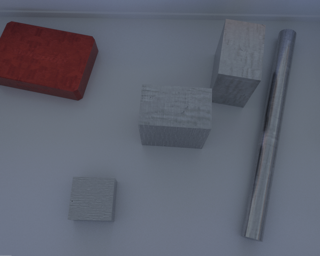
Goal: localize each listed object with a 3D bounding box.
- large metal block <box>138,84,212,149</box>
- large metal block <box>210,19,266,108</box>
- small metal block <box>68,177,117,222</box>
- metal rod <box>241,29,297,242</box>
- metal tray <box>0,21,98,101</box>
[{"bbox_3d":[0.018,-0.011,0.385,0.081,0.080,0.050,4,70,1],"label":"large metal block"},{"bbox_3d":[0.100,-0.083,0.412,0.050,0.080,0.080,10,70,3],"label":"large metal block"},{"bbox_3d":[-0.081,0.087,0.377,0.050,0.025,0.050,2,70,0],"label":"small metal block"},{"bbox_3d":[0.149,-0.005,0.413,0.025,0.025,0.299,15,70,5],"label":"metal rod"},{"bbox_3d":[-0.164,-0.096,0.440,0.131,0.030,0.090,12,70,4],"label":"metal tray"}]
